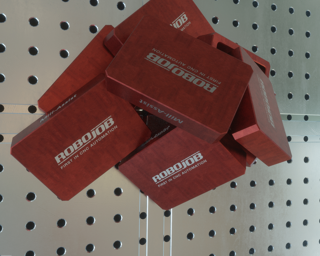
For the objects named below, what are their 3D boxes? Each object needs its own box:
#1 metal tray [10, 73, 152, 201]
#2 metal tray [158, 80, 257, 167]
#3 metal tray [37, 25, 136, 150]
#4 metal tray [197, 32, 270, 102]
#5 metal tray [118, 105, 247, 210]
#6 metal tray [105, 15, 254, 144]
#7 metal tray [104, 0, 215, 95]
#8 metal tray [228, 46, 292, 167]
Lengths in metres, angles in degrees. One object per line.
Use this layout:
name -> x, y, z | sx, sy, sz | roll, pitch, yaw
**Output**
metal tray -> -0.086, 0.011, 0.354 | 0.130, 0.030, 0.090 | -38, 118, -5
metal tray -> 0.062, -0.008, 0.401 | 0.130, 0.090, 0.030 | 46, 76, -14
metal tray -> -0.072, -0.049, 0.382 | 0.090, 0.030, 0.130 | 41, 77, -16
metal tray -> 0.097, -0.063, 0.422 | 0.131, 0.030, 0.090 | 12, 85, -40
metal tray -> 0.024, 0.041, 0.372 | 0.090, 0.130, 0.030 | 45, 34, -16
metal tray -> 0.021, -0.052, 0.324 | 0.130, 0.030, 0.090 | 27, 66, 2
metal tray -> 0.005, -0.114, 0.391 | 0.090, 0.030, 0.130 | 49, 61, -15
metal tray -> 0.118, -0.028, 0.386 | 0.090, 0.030, 0.130 | 33, 43, -38
